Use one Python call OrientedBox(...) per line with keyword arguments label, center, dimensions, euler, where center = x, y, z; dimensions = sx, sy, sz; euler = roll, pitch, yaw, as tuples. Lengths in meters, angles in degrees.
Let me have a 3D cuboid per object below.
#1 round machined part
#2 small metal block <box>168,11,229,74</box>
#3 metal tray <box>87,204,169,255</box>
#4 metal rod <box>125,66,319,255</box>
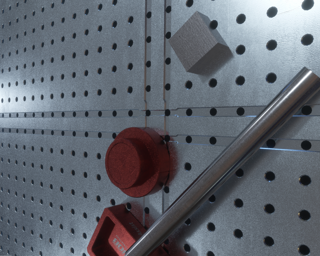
OrientedBox(label="round machined part", center=(-0.038, 0.047, 0.427), dimensions=(0.098, 0.042, 0.097), euler=(0, 90, 39))
OrientedBox(label="small metal block", center=(0.045, -0.101, 0.371), dimensions=(0.050, 0.025, 0.050), euler=(-41, 66, 32))
OrientedBox(label="metal tray", center=(-0.045, 0.184, 0.440), dimensions=(0.130, 0.030, 0.089), euler=(38, 113, 33))
OrientedBox(label="metal rod", center=(0.055, 0.058, 0.341), dimensions=(0.299, 0.025, 0.025), euler=(-50, 61, 20))
